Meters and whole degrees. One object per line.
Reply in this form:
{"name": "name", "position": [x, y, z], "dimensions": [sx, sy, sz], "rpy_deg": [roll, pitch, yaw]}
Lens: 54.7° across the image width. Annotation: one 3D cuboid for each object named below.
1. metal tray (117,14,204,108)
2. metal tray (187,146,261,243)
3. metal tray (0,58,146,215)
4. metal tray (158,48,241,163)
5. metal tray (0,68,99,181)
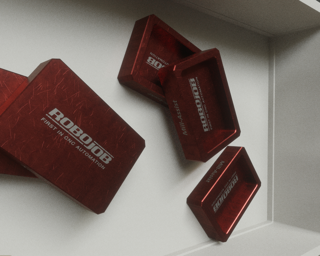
{"name": "metal tray", "position": [0.015, -0.078, 0.417], "dimensions": [0.131, 0.030, 0.090], "rpy_deg": [25, 74, -38]}
{"name": "metal tray", "position": [0.107, 0.102, 0.496], "dimensions": [0.131, 0.030, 0.090], "rpy_deg": [-45, 118, -31]}
{"name": "metal tray", "position": [-0.083, 0.011, 0.295], "dimensions": [0.130, 0.030, 0.090], "rpy_deg": [46, 62, -31]}
{"name": "metal tray", "position": [0.057, -0.031, 0.413], "dimensions": [0.091, 0.030, 0.129], "rpy_deg": [-31, 109, -36]}
{"name": "metal tray", "position": [-0.129, 0.000, 0.297], "dimensions": [0.131, 0.030, 0.090], "rpy_deg": [17, 79, -39]}
